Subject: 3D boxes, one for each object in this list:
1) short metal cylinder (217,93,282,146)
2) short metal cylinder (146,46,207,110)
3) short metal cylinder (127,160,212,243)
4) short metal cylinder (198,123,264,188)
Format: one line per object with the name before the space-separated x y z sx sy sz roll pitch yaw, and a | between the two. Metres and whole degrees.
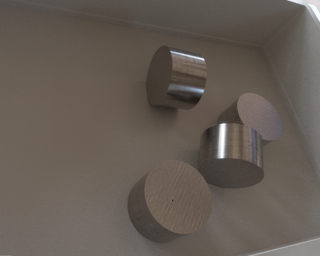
short metal cylinder | 0.135 -0.006 0.468 0.081 0.050 0.080 14 56 -21
short metal cylinder | 0.020 -0.067 0.424 0.050 0.080 0.080 7 59 -25
short metal cylinder | 0.010 0.082 0.346 0.081 0.050 0.080 14 56 -21
short metal cylinder | 0.091 0.038 0.398 0.080 0.080 0.050 22 54 -16
